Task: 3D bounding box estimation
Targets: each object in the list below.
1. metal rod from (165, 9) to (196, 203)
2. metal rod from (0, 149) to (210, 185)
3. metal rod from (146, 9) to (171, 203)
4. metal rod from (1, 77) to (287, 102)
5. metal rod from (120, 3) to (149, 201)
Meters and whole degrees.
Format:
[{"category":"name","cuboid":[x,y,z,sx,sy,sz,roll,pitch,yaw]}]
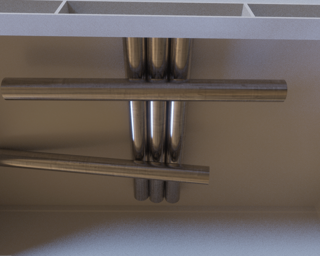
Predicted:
[{"category":"metal rod","cuboid":[0.022,-0.001,0.406,0.025,0.025,0.298,0,130,-1]},{"category":"metal rod","cuboid":[-0.085,0.053,0.428,0.302,0.025,0.025,4,130,5]},{"category":"metal rod","cuboid":[-0.004,-0.002,0.406,0.025,0.025,0.298,0,130,-1]},{"category":"metal rod","cuboid":[-0.016,-0.042,0.339,0.302,0.025,0.025,0,130,-1]},{"category":"metal rod","cuboid":[-0.028,-0.006,0.403,0.025,0.025,0.298,0,130,-1]}]
